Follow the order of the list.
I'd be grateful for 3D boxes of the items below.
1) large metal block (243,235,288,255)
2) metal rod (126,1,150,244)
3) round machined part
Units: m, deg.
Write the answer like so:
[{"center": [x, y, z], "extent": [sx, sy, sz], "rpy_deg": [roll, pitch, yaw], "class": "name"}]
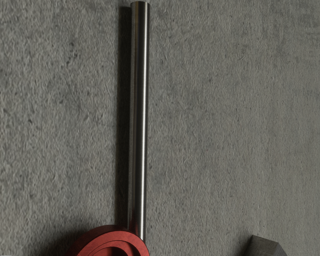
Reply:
[{"center": [0.185, 0.251, 0.544], "extent": [0.080, 0.050, 0.080], "rpy_deg": [-52, 121, -27], "class": "large metal block"}, {"center": [-0.027, -0.003, 0.381], "extent": [0.025, 0.025, 0.298], "rpy_deg": [2, 89, -40], "class": "metal rod"}, {"center": [-0.063, 0.154, 0.337], "extent": [0.099, 0.042, 0.097], "rpy_deg": [-1, 92, -34], "class": "round machined part"}]
